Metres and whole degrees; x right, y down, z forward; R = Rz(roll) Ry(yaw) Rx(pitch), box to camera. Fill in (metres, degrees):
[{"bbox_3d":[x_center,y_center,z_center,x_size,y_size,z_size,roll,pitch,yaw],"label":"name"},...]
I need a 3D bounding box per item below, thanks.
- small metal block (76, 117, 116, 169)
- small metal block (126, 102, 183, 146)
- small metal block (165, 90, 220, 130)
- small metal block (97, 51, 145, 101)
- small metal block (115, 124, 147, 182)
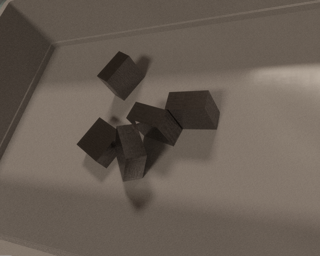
[{"bbox_3d":[-0.080,0.020,0.434,0.050,0.025,0.050,32,79,37],"label":"small metal block"},{"bbox_3d":[-0.006,-0.005,0.395,0.050,0.050,0.025,18,71,34],"label":"small metal block"},{"bbox_3d":[0.041,-0.021,0.380,0.050,0.050,0.025,1,62,28],"label":"small metal block"},{"bbox_3d":[-0.058,-0.078,0.466,0.025,0.050,0.050,33,80,38],"label":"small metal block"},{"bbox_3d":[-0.038,0.031,0.386,0.025,0.050,0.050,-8,51,-18],"label":"small metal block"}]
